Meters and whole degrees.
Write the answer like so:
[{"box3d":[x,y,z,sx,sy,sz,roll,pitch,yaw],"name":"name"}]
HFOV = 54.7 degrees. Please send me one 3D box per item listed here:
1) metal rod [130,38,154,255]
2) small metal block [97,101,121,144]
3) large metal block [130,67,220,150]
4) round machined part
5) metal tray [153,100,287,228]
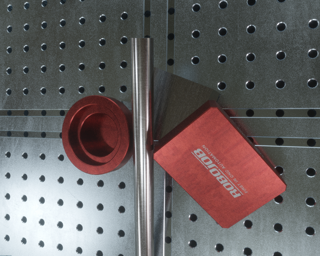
[{"box3d":[-0.020,0.046,0.373,0.025,0.025,0.298,6,108,20],"name":"metal rod"},{"box3d":[-0.074,-0.007,0.435,0.050,0.025,0.050,-23,82,18],"name":"small metal block"},{"box3d":[0.019,-0.023,0.389,0.080,0.050,0.080,24,98,18],"name":"large metal block"},{"box3d":[-0.072,0.008,0.396,0.098,0.042,0.097,0,91,23],"name":"round machined part"},{"box3d":[0.068,0.044,0.355,0.090,0.030,0.130,-40,103,16],"name":"metal tray"}]
